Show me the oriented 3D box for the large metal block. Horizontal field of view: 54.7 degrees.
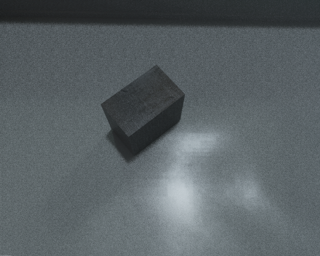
[{"bbox_3d":[-0.019,-0.019,0.384,0.080,0.080,0.050,-38,75,-13],"label":"large metal block"}]
